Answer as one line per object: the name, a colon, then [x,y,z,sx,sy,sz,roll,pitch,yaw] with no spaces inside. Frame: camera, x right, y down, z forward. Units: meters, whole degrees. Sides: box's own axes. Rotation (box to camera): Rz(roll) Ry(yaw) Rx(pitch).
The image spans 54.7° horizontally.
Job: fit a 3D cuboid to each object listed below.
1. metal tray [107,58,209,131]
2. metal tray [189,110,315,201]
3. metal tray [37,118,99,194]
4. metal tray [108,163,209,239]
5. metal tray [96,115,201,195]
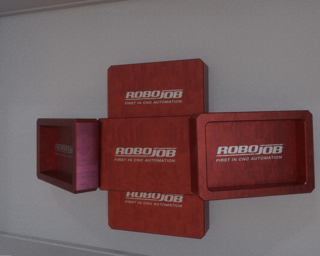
metal tray: [-0.004,-0.039,0.406,0.130,0.030,0.089,0,90,19]
metal tray: [0.100,0.027,0.338,0.131,0.030,0.089,-2,90,-10]
metal tray: [-0.129,0.032,0.419,0.130,0.030,0.089,2,92,49]
metal tray: [-0.003,0.090,0.406,0.130,0.030,0.089,0,90,19]
metal tray: [-0.013,0.031,0.379,0.130,0.030,0.089,-1,90,19]
